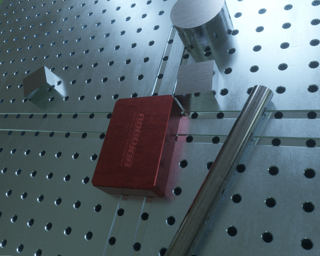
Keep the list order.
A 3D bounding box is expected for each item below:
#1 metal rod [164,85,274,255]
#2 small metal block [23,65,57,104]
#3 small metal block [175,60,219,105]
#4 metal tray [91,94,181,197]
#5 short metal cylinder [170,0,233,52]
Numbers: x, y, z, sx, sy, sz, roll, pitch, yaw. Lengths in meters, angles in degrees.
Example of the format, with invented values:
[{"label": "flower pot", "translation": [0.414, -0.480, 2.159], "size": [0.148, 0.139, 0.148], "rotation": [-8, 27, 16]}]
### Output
[{"label": "metal rod", "translation": [0.049, 0.081, 0.332], "size": [0.025, 0.025, 0.300], "rotation": [21, 72, 35]}, {"label": "small metal block", "translation": [-0.223, -0.080, 0.571], "size": [0.050, 0.025, 0.050], "rotation": [-31, 52, 8]}, {"label": "small metal block", "translation": [0.051, -0.061, 0.418], "size": [0.050, 0.025, 0.050], "rotation": [-5, 59, 25]}, {"label": "metal tray", "translation": [-0.029, 0.021, 0.406], "size": [0.090, 0.030, 0.130], "rotation": [-2, 61, 27]}, {"label": "short metal cylinder", "translation": [0.062, -0.159, 0.457], "size": [0.080, 0.050, 0.080], "rotation": [-13, 57, 20]}]
